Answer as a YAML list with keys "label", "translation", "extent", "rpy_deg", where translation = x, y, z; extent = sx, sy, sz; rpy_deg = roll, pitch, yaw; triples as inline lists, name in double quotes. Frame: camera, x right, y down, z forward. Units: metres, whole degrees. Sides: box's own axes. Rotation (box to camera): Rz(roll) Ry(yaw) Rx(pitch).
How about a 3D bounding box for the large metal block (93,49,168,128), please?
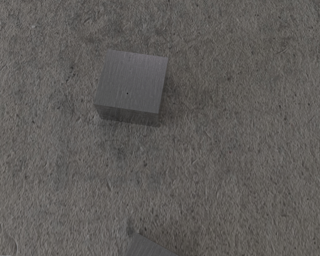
- label: "large metal block"
  translation: [-0.035, -0.052, 0.413]
  extent: [0.080, 0.050, 0.080]
  rpy_deg: [9, 70, 3]

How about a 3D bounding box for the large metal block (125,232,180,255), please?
- label: "large metal block"
  translation: [-0.008, 0.169, 0.333]
  extent: [0.080, 0.050, 0.080]
  rpy_deg: [26, 72, 9]
